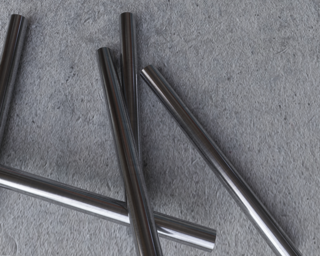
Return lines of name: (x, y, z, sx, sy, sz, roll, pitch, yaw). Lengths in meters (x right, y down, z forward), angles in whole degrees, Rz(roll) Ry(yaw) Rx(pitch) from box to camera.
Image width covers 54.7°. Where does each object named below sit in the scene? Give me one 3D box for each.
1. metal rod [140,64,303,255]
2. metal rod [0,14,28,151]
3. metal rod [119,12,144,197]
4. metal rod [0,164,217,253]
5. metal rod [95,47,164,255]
metal rod: (0.067, 0.035, 0.395, 0.025, 0.025, 0.299, -33, 73, -11)
metal rod: (-0.217, -0.022, 0.414, 0.025, 0.025, 0.299, 2, 70, 1)
metal rod: (-0.039, -0.027, 0.417, 0.025, 0.025, 0.299, -4, 70, -1)
metal rod: (-0.087, 0.082, 0.349, 0.301, 0.025, 0.025, 16, 71, 5)
metal rod: (-0.043, 0.014, 0.368, 0.025, 0.025, 0.299, -14, 58, -5)
